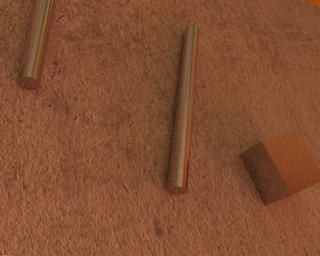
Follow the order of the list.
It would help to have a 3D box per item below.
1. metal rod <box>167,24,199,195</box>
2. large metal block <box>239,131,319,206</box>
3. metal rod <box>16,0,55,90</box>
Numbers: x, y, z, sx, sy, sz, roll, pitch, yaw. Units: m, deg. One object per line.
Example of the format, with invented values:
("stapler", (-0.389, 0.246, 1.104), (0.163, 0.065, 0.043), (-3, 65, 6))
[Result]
("metal rod", (0.038, -0.048, 0.455), (0.025, 0.025, 0.300), (20, 54, -17))
("large metal block", (0.177, 0.057, 0.451), (0.081, 0.050, 0.080), (-11, 67, -33))
("metal rod", (-0.158, -0.181, 0.429), (0.025, 0.025, 0.299), (11, 57, -23))
